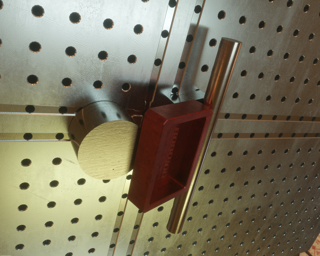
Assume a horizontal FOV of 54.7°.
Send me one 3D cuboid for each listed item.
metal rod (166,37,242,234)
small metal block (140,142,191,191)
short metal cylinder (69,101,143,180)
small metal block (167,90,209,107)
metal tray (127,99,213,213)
[{"bbox_3d":[0.053,0.028,0.426,0.025,0.025,0.298,-1,119,-28],"label":"metal rod"},{"bbox_3d":[0.009,0.057,0.452,0.050,0.025,0.050,-43,130,1],"label":"small metal block"},{"bbox_3d":[-0.063,0.014,0.370,0.081,0.050,0.079,-14,125,-21],"label":"short metal cylinder"},{"bbox_3d":[0.037,-0.020,0.421,0.050,0.025,0.050,-14,125,-21],"label":"small metal block"},{"bbox_3d":[0.012,0.034,0.386,0.091,0.030,0.129,-15,127,-44],"label":"metal tray"}]
